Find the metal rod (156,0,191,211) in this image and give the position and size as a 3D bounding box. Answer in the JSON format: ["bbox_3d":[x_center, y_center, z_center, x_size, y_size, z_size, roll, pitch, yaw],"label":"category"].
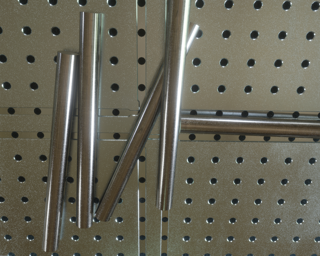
[{"bbox_3d":[0.014,-0.018,0.386,0.025,0.025,0.298,3,118,-2],"label":"metal rod"}]

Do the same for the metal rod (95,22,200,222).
[{"bbox_3d":[-0.024,0.003,0.414,0.025,0.025,0.298,23,108,-9],"label":"metal rod"}]

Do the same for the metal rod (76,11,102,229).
[{"bbox_3d":[-0.097,0.004,0.413,0.025,0.025,0.298,6,110,-3],"label":"metal rod"}]

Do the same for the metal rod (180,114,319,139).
[{"bbox_3d":[0.178,0.000,0.416,0.302,0.025,0.025,2,110,-2],"label":"metal rod"}]

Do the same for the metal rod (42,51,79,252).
[{"bbox_3d":[-0.140,0.046,0.428,0.025,0.025,0.298,10,110,-4],"label":"metal rod"}]
